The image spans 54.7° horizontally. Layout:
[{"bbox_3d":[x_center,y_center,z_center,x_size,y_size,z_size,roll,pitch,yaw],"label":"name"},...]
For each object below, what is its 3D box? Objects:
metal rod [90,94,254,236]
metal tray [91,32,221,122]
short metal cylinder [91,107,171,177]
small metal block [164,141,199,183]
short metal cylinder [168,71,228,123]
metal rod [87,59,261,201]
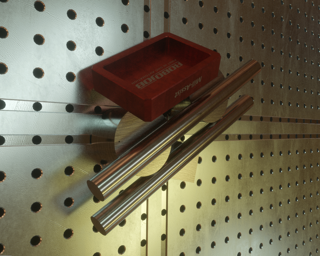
[{"bbox_3d":[0.037,0.030,0.408,0.302,0.025,0.025,-36,112,-34],"label":"metal rod"},{"bbox_3d":[-0.002,-0.067,0.365,0.131,0.090,0.030,-36,144,-35],"label":"metal tray"},{"bbox_3d":[-0.033,0.014,0.367,0.081,0.050,0.079,0,90,-40],"label":"short metal cylinder"},{"bbox_3d":[0.026,0.047,0.432,0.050,0.025,0.050,19,78,-39],"label":"small metal block"},{"bbox_3d":[0.052,-0.047,0.439,0.081,0.050,0.079,0,90,-40],"label":"short metal cylinder"},{"bbox_3d":[0.039,-0.015,0.377,0.302,0.025,0.025,-37,113,-34],"label":"metal rod"}]
